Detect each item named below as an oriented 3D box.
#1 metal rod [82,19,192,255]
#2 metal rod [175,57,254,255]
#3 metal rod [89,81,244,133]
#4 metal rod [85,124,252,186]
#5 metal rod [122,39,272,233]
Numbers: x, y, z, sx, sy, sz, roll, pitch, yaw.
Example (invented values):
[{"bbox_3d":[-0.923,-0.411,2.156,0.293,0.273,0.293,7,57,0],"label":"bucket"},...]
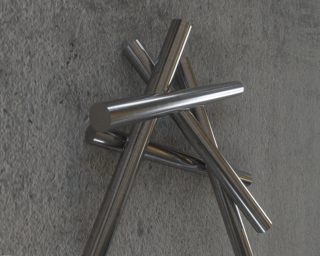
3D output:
[{"bbox_3d":[-0.026,0.016,0.348,0.025,0.025,0.299,26,80,-37],"label":"metal rod"},{"bbox_3d":[0.075,0.047,0.434,0.025,0.025,0.298,-21,93,-38],"label":"metal rod"},{"bbox_3d":[0.036,-0.036,0.373,0.302,0.025,0.025,-18,102,-54],"label":"metal rod"},{"bbox_3d":[0.035,0.047,0.434,0.302,0.025,0.025,20,77,-38],"label":"metal rod"},{"bbox_3d":[0.053,0.018,0.400,0.025,0.025,0.300,-43,101,-31],"label":"metal rod"}]
